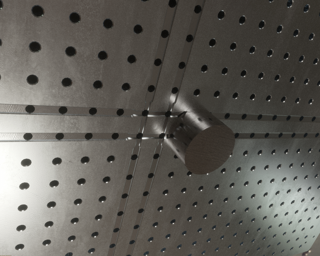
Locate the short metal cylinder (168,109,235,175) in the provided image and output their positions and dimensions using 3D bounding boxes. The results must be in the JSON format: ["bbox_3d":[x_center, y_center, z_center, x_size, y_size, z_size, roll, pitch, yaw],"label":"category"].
[{"bbox_3d":[0.058,0.019,0.441,0.081,0.050,0.079,-14,124,-21],"label":"short metal cylinder"}]
